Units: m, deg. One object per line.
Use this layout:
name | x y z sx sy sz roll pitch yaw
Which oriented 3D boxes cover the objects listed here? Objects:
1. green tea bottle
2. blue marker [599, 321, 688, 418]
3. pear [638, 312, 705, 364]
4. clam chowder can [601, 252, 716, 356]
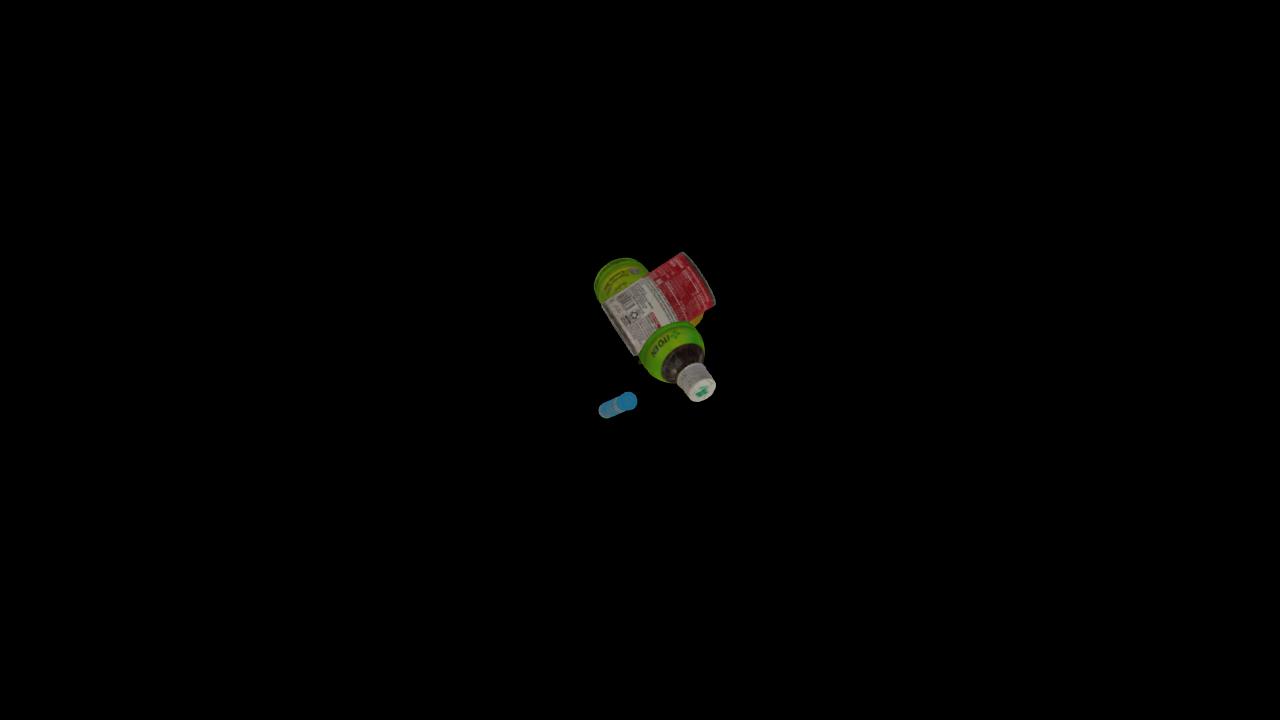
green tea bottle | 0.018 -0.034 0.669 0.073 0.073 0.212 0 35 -32
blue marker | -0.025 0.050 0.669 0.020 0.020 0.121 0 -9 -14
pear | 0.023 -0.049 0.726 0.080 0.111 0.080 38 12 -9
clam chowder can | 0.019 -0.058 0.645 0.102 0.068 0.068 -33 2 -3
